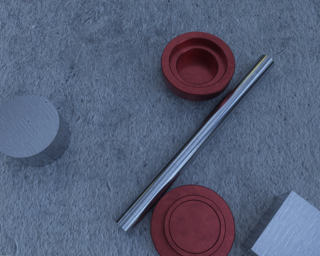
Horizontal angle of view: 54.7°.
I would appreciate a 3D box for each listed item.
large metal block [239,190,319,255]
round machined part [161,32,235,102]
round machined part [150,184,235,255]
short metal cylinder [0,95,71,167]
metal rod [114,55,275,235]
[{"bbox_3d":[0.152,0.130,0.348,0.080,0.050,0.080,39,74,13],"label":"large metal block"},{"bbox_3d":[0.050,-0.081,0.429,0.099,0.042,0.098,0,70,0],"label":"round machined part"},{"bbox_3d":[0.038,0.114,0.358,0.099,0.042,0.098,0,70,0],"label":"round machined part"},{"bbox_3d":[-0.160,0.005,0.392,0.081,0.050,0.080,0,70,0],"label":"short metal cylinder"},{"bbox_3d":[0.054,0.011,0.404,0.025,0.025,0.301,39,74,13],"label":"metal rod"}]
